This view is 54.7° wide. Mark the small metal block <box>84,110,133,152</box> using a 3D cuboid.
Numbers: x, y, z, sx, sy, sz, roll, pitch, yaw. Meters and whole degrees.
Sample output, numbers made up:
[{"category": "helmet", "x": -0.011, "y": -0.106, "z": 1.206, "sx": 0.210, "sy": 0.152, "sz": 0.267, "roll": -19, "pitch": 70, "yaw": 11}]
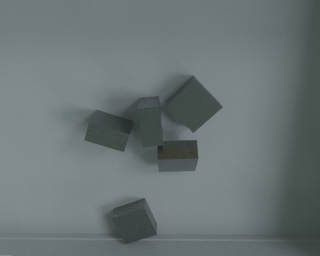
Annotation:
[{"category": "small metal block", "x": -0.064, "y": 0.003, "z": 0.398, "sx": 0.050, "sy": 0.050, "sz": 0.025, "roll": 17, "pitch": 109, "yaw": -7}]

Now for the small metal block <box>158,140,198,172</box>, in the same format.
[{"category": "small metal block", "x": 0.023, "y": 0.038, "z": 0.411, "sx": 0.050, "sy": 0.025, "sz": 0.050, "roll": -2, "pitch": 154, "yaw": 0}]

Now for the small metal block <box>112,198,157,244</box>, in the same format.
[{"category": "small metal block", "x": -0.037, "y": 0.139, "z": 0.462, "sx": 0.050, "sy": 0.025, "sz": 0.050, "roll": -20, "pitch": 109, "yaw": 7}]

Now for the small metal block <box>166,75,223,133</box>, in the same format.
[{"category": "small metal block", "x": 0.043, "y": -0.031, "z": 0.400, "sx": 0.050, "sy": 0.025, "sz": 0.050, "roll": -43, "pitch": 105, "yaw": 14}]

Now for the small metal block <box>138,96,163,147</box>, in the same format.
[{"category": "small metal block", "x": -0.011, "y": -0.009, "z": 0.394, "sx": 0.025, "sy": 0.050, "sz": 0.050, "roll": -5, "pitch": 110, "yaw": 2}]
